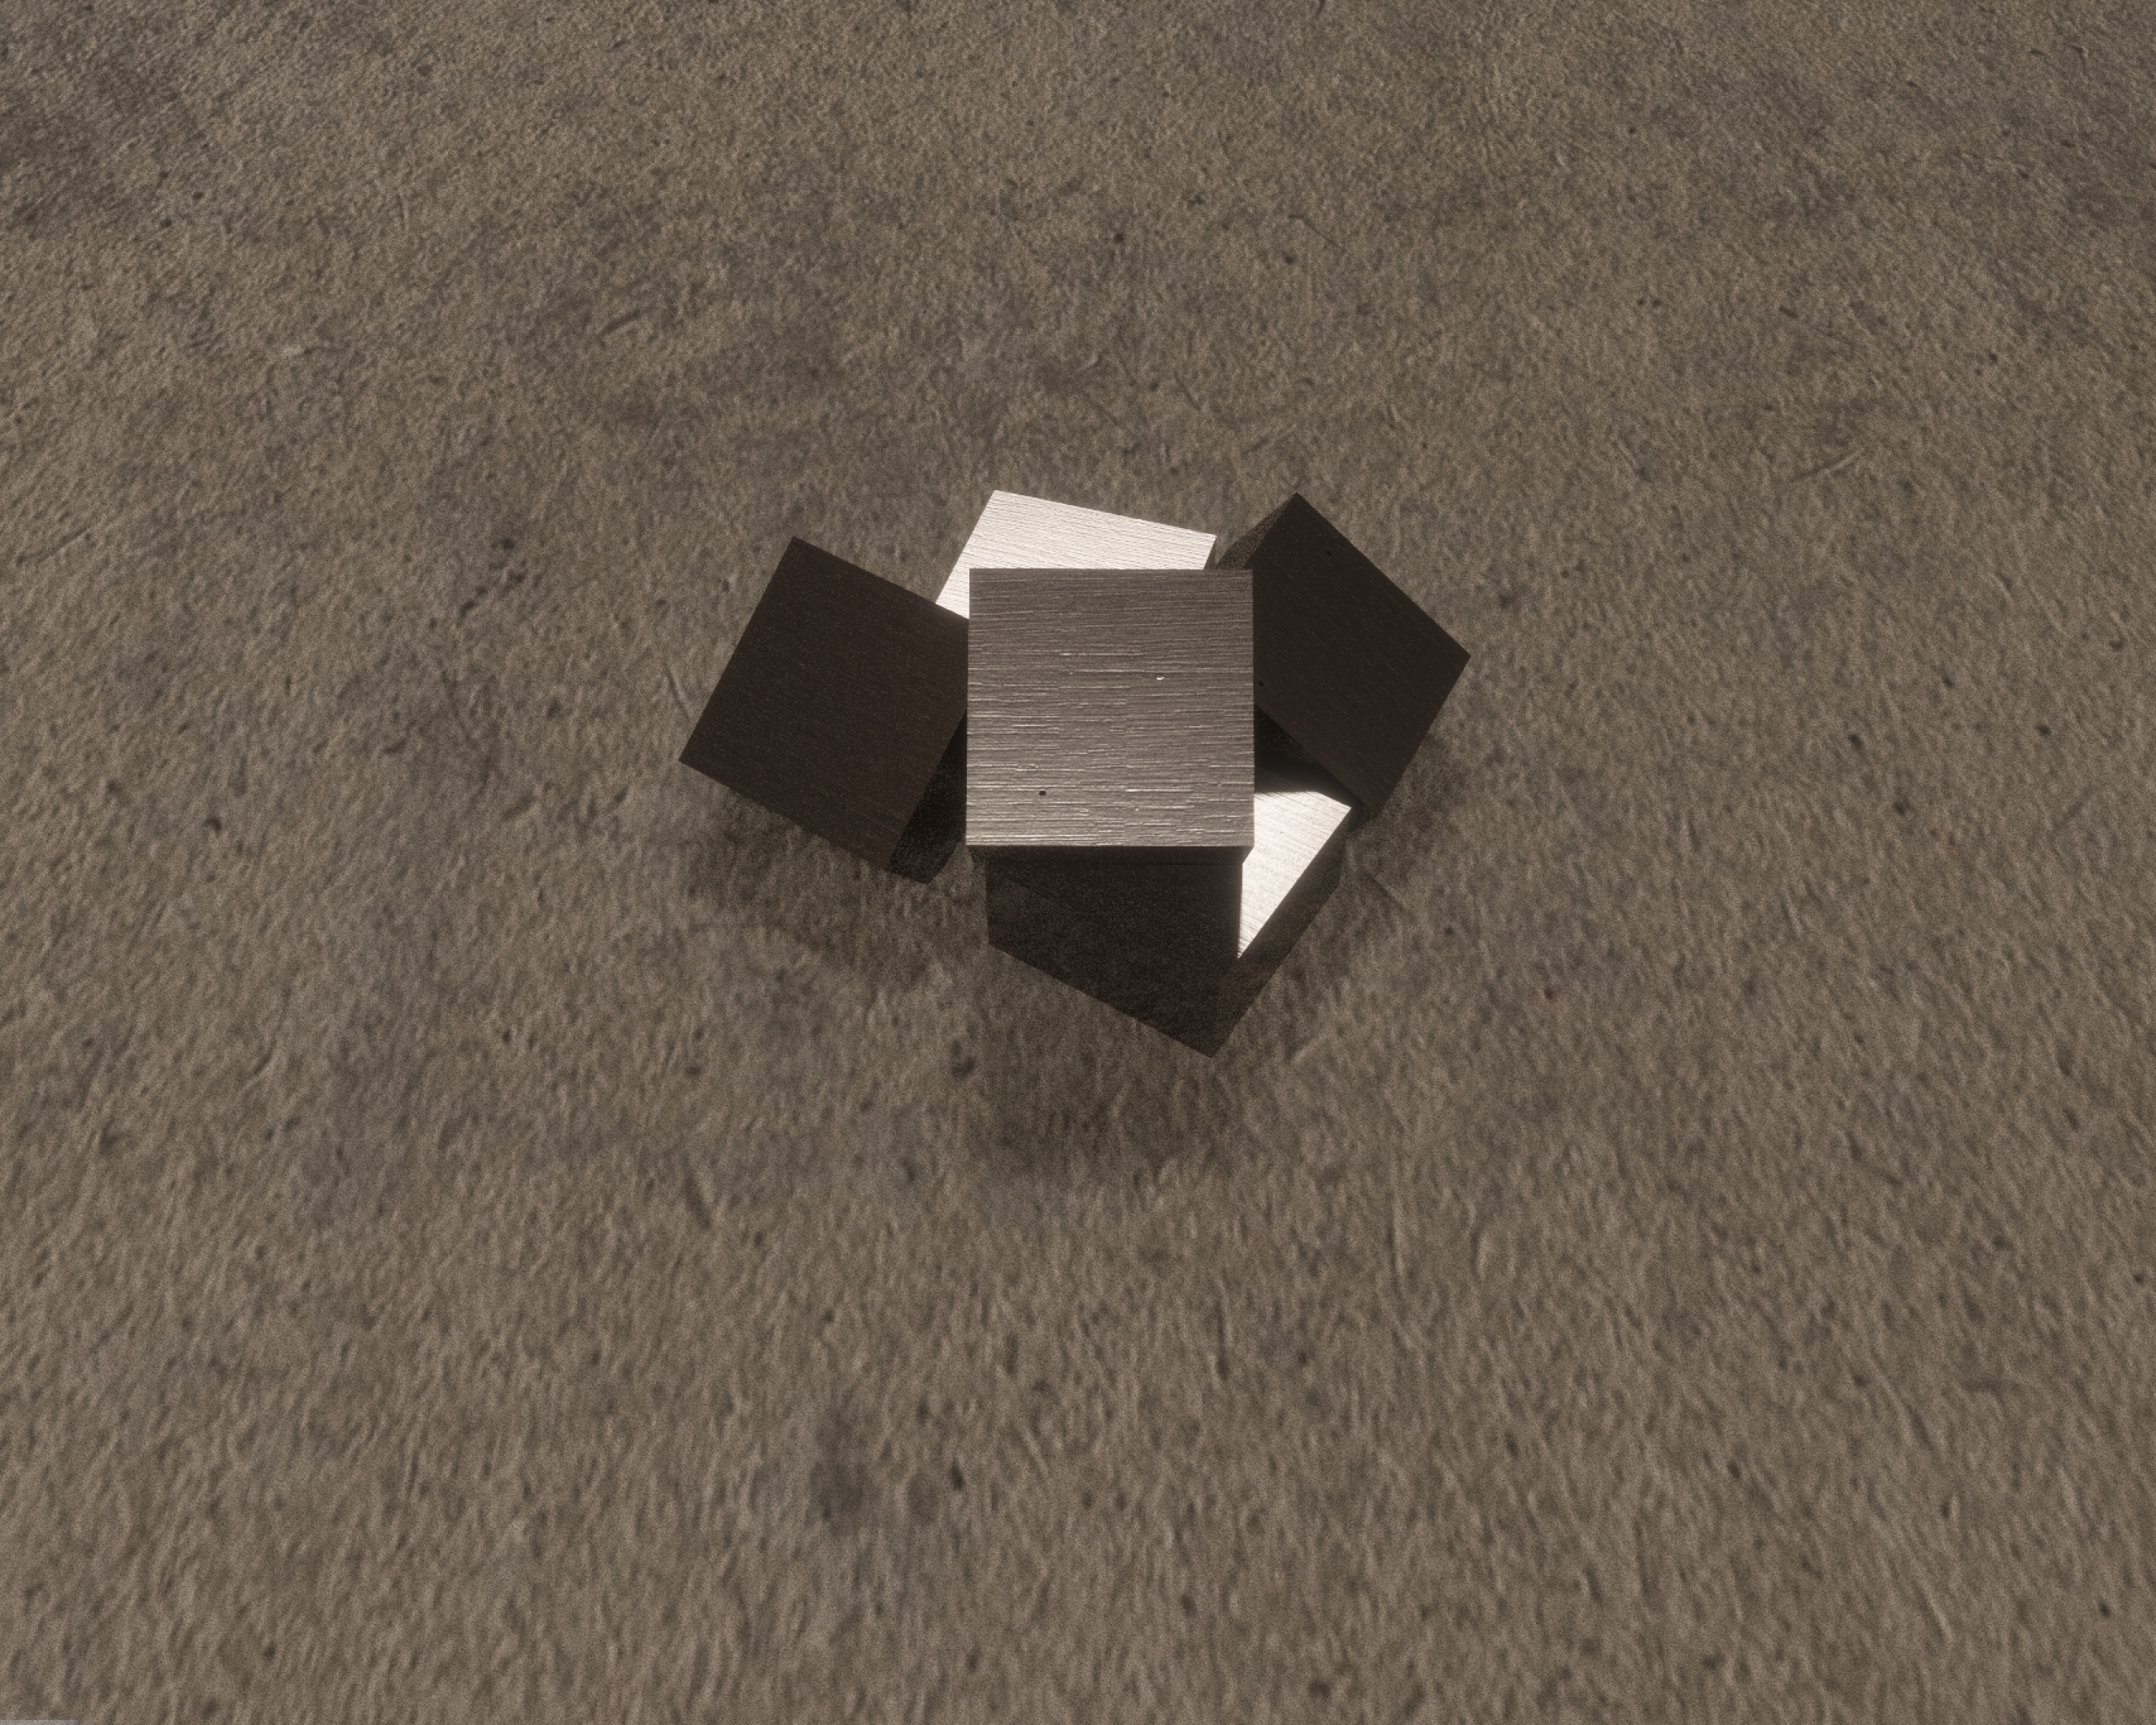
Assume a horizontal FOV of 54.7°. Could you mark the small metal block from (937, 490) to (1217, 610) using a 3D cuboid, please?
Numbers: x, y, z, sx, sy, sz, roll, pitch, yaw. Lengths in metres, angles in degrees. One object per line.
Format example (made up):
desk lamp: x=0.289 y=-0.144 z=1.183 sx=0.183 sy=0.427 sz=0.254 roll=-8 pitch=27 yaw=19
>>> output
small metal block: x=-0.002 y=-0.050 z=0.447 sx=0.050 sy=0.025 sz=0.050 roll=14 pitch=51 yaw=11

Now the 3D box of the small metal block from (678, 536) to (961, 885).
small metal block: x=-0.042 y=-0.030 z=0.414 sx=0.050 sy=0.025 sz=0.050 roll=27 pitch=91 yaw=19

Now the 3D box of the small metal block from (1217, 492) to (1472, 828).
small metal block: x=0.045 y=-0.038 z=0.423 sx=0.050 sy=0.025 sz=0.050 roll=41 pitch=54 yaw=-10

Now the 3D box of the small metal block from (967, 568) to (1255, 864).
small metal block: x=0.006 y=-0.026 z=0.379 sx=0.050 sy=0.025 sz=0.050 roll=0 pitch=83 yaw=0

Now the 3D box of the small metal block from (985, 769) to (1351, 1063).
small metal block: x=0.017 y=0.003 z=0.403 sx=0.050 sy=0.025 sz=0.050 roll=26 pitch=55 yaw=20
